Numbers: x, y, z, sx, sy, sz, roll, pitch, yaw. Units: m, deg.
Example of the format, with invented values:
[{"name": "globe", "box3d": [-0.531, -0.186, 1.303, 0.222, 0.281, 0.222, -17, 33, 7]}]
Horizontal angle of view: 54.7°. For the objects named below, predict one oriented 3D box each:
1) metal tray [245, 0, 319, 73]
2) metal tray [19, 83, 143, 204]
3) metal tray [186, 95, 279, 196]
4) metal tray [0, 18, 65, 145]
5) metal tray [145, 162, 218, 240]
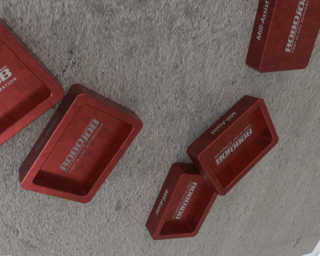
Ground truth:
[{"name": "metal tray", "box3d": [0.171, -0.142, 0.409, 0.091, 0.030, 0.129, -9, 123, -24]}, {"name": "metal tray", "box3d": [-0.093, 0.023, 0.367, 0.090, 0.030, 0.130, 27, 103, -38]}, {"name": "metal tray", "box3d": [0.111, 0.025, 0.456, 0.130, 0.030, 0.090, -41, 121, -14]}, {"name": "metal tray", "box3d": [-0.171, -0.028, 0.292, 0.130, 0.030, 0.090, -38, 129, -3]}, {"name": "metal tray", "box3d": [0.041, 0.119, 0.499, 0.091, 0.030, 0.129, 8, 114, -32]}]
